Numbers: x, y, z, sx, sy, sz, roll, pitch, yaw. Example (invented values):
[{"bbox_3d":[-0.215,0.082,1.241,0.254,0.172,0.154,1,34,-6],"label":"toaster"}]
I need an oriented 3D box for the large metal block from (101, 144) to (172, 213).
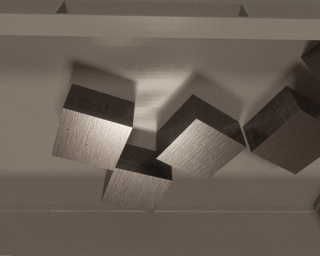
[{"bbox_3d":[-0.035,0.074,0.456,0.081,0.050,0.079,15,128,-13],"label":"large metal block"}]

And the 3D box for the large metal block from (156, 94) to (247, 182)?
[{"bbox_3d":[0.051,0.015,0.407,0.080,0.050,0.080,28,125,-22],"label":"large metal block"}]

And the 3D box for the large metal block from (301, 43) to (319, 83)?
[{"bbox_3d":[0.210,-0.051,0.333,0.080,0.080,0.050,32,123,-25],"label":"large metal block"}]

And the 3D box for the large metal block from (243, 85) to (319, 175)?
[{"bbox_3d":[0.170,0.005,0.400,0.080,0.050,0.080,25,125,-21],"label":"large metal block"}]

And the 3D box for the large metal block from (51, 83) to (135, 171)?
[{"bbox_3d":[-0.084,0.001,0.392,0.081,0.050,0.079,16,128,-14],"label":"large metal block"}]
